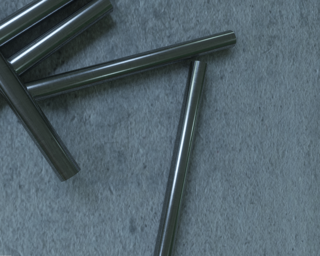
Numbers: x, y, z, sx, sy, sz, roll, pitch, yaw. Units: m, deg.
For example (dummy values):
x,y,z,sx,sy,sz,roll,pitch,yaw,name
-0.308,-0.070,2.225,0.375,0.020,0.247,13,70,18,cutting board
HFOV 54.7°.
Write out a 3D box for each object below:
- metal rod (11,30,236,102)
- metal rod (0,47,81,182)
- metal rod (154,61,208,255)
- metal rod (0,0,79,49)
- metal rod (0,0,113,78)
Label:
x,y,z,sx,sy,sz,roll,pitch,yaw,name
-0.032,-0.082,0.397,0.302,0.025,0.025,-19,97,-19,metal rod
-0.174,-0.074,0.317,0.025,0.025,0.299,-34,101,-17,metal rod
0.026,0.057,0.419,0.025,0.025,0.298,12,86,-20,metal rod
-0.171,-0.108,0.345,0.301,0.025,0.025,-41,103,-16,metal rod
-0.174,-0.058,0.344,0.301,0.025,0.025,-42,104,-16,metal rod
